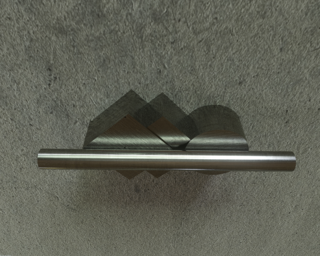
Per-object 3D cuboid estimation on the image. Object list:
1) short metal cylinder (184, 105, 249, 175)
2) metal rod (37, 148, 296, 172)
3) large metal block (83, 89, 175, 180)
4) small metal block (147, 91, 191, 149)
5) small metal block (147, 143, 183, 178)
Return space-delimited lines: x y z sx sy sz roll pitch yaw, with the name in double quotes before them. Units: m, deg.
"short metal cylinder" 0.070 0.016 0.406 0.081 0.050 0.079 0 130 0
"metal rod" 0.009 0.039 0.374 0.302 0.025 0.025 1 130 -1
"large metal block" -0.038 0.011 0.399 0.080 0.050 0.080 -35 122 25
"small metal block" 0.011 -0.009 0.385 0.025 0.050 0.050 -35 122 26
"small metal block" 0.006 0.032 0.421 0.050 0.050 0.025 -35 122 25
